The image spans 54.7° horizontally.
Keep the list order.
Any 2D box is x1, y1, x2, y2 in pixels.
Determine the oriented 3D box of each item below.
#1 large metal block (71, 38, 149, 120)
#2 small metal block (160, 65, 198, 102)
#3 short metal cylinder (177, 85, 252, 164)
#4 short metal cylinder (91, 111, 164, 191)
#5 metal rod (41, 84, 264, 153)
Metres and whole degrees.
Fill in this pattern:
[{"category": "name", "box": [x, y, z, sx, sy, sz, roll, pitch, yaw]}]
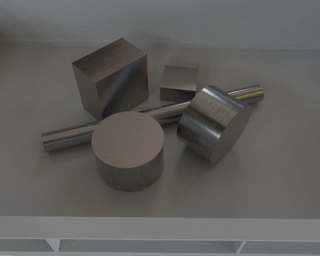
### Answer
[{"category": "large metal block", "box": [-0.063, -0.062, 0.420, 0.080, 0.080, 0.050, -36, 59, -26]}, {"category": "small metal block", "box": [0.029, -0.065, 0.458, 0.050, 0.025, 0.050, 7, 50, 5]}, {"category": "short metal cylinder", "box": [0.065, -0.004, 0.372, 0.050, 0.080, 0.080, 35, 58, 25]}, {"category": "short metal cylinder", "box": [-0.036, 0.026, 0.364, 0.081, 0.050, 0.080, 0, 50, 0]}, {"category": "metal rod", "box": [0.000, -0.016, 0.417, 0.302, 0.025, 0.025, -14, 52, -12]}]
